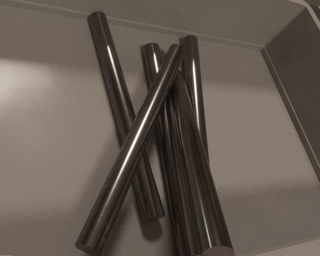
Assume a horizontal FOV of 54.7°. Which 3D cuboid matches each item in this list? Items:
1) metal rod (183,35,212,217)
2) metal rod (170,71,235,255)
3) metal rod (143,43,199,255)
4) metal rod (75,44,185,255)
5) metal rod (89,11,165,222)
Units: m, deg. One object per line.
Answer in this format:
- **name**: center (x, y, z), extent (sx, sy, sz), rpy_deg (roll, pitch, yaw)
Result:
- **metal rod**: center (0.052, -0.020, 0.447), extent (0.025, 0.025, 0.299), rpy_deg (13, 56, -21)
- **metal rod**: center (0.032, 0.007, 0.346), extent (0.025, 0.025, 0.300), rpy_deg (20, 31, -17)
- **metal rod**: center (0.010, 0.009, 0.406), extent (0.025, 0.025, 0.299), rpy_deg (5, 60, -26)
- **metal rod**: center (-0.019, -0.003, 0.364), extent (0.025, 0.025, 0.300), rpy_deg (30, 52, -10)
- **metal rod**: center (-0.049, -0.031, 0.399), extent (0.025, 0.025, 0.299), rpy_deg (-4, 64, -31)
